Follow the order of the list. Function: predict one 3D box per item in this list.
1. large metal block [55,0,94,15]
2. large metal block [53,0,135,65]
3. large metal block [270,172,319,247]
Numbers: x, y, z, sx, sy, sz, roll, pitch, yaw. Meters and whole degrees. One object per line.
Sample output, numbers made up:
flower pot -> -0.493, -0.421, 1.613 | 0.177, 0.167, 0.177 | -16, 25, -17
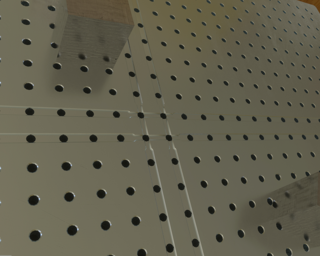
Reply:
large metal block -> -0.131, -0.229, 0.463 | 0.081, 0.050, 0.080 | 19, 54, -17
large metal block -> -0.090, -0.130, 0.405 | 0.081, 0.080, 0.050 | 0, 62, -29
large metal block -> 0.213, 0.113, 0.421 | 0.080, 0.080, 0.050 | 32, 52, -8
